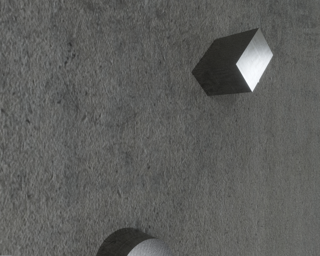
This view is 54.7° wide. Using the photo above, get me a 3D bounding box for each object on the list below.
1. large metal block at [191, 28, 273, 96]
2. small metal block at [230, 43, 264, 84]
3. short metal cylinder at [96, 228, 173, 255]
[{"bbox_3d":[0.108,-0.096,0.462,0.050,0.080,0.080,50,60,-29],"label":"large metal block"},{"bbox_3d":[0.151,-0.110,0.534,0.050,0.025,0.050,25,74,-38],"label":"small metal block"},{"bbox_3d":[-0.030,0.164,0.365,0.081,0.050,0.079,0,90,-40],"label":"short metal cylinder"}]
